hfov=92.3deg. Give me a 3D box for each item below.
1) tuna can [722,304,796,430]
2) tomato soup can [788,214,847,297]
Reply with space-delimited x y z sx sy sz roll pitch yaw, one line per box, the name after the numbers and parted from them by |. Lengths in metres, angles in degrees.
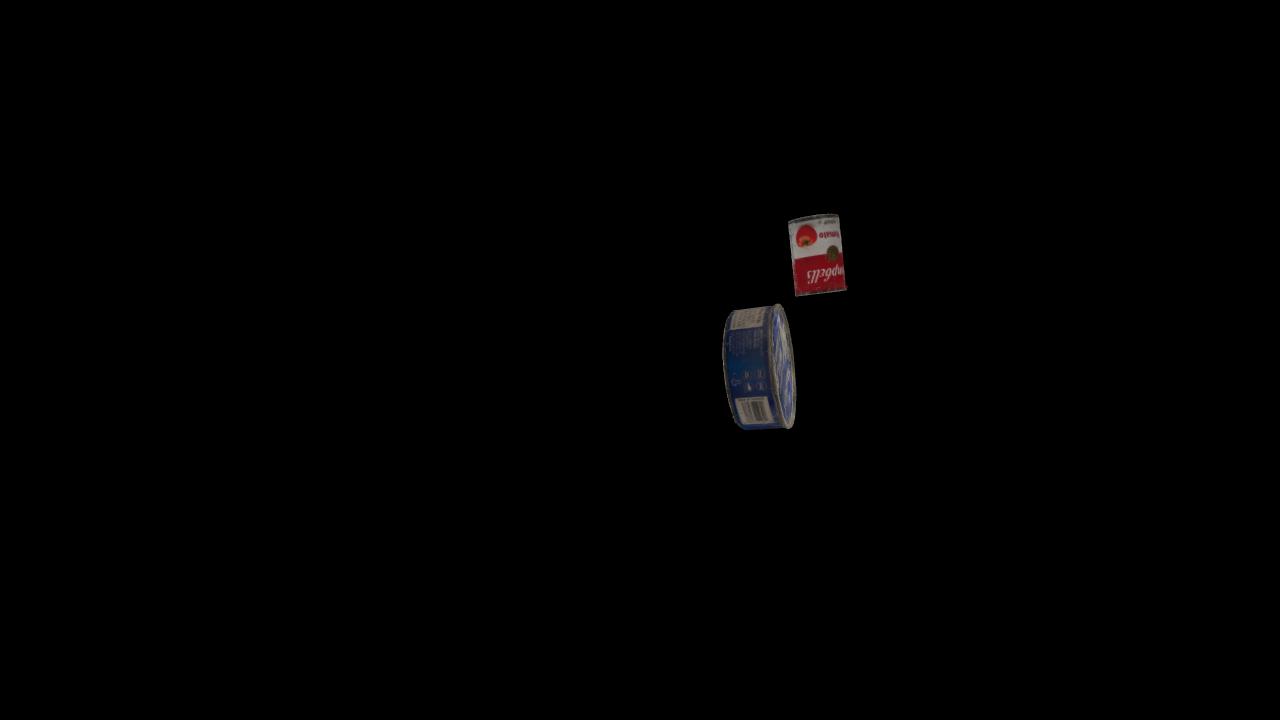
0.082 0.006 0.416 0.034 0.084 0.084 -6 -2 22 | tuna can
0.236 -0.139 0.820 0.068 0.101 0.068 -7 3 0 | tomato soup can
